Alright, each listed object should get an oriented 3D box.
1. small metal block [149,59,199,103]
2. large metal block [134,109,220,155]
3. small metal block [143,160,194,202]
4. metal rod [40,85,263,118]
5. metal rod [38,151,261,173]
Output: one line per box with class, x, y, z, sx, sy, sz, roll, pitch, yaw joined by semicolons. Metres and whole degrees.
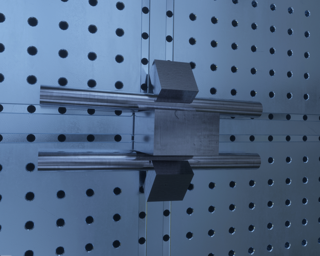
small metal block;0.017;-0.060;0.403;0.050;0.025;0.050;1;55;-20
large metal block;0.018;0.006;0.385;0.081;0.080;0.050;2;90;-20
small metal block;0.010;0.068;0.400;0.050;0.025;0.050;3;127;-21
metal rod;0.004;-0.032;0.409;0.302;0.025;0.025;2;90;-20
metal rod;0.001;0.044;0.410;0.302;0.025;0.025;2;90;-20
